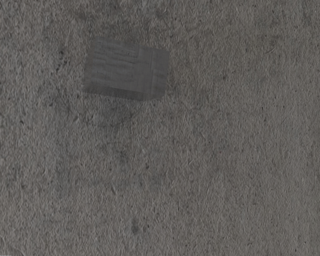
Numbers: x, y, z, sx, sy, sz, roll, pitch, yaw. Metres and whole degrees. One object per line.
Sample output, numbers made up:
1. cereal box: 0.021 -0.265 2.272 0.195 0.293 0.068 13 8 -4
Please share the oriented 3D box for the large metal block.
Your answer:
1. large metal block: -0.043 -0.065 0.364 0.081 0.080 0.050 7 88 -20
